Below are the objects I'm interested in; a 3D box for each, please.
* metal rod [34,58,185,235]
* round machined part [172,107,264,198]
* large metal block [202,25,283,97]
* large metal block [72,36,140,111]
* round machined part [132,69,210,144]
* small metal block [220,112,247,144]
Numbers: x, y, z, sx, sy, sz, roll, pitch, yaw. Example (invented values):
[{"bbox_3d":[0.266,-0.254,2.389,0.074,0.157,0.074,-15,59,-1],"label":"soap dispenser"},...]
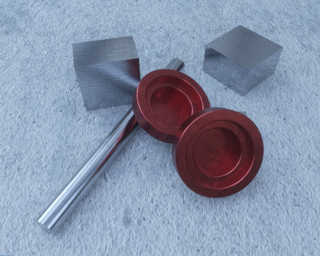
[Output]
[{"bbox_3d":[-0.045,0.001,0.401,0.025,0.025,0.301,23,54,18],"label":"metal rod"},{"bbox_3d":[0.061,0.025,0.348,0.099,0.097,0.042,-10,12,-9],"label":"round machined part"},{"bbox_3d":[0.125,-0.106,0.477,0.080,0.050,0.080,-35,58,-26],"label":"large metal block"},{"bbox_3d":[-0.071,-0.074,0.429,0.081,0.080,0.050,-10,51,-8],"label":"large metal block"},{"bbox_3d":[0.011,-0.024,0.397,0.099,0.042,0.098,10,60,-18],"label":"round machined part"},{"bbox_3d":[0.088,0.005,0.399,0.050,0.025,0.050,1,50,0],"label":"small metal block"}]
